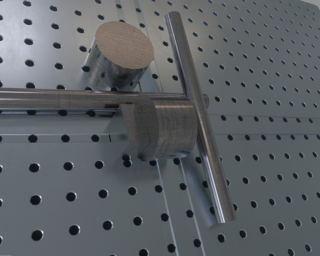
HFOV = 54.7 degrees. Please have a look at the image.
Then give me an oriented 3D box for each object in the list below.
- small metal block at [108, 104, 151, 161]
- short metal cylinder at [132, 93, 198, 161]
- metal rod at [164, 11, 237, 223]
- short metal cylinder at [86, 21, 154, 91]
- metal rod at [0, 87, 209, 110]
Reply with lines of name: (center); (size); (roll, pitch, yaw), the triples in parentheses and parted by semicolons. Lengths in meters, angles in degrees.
small metal block: (-0.038, 0.006, 0.368); (0.025, 0.050, 0.050); (-2, 63, -29)
short metal cylinder: (0.001, -0.002, 0.375); (0.050, 0.080, 0.080); (-2, 63, -29)
metal rod: (0.051, -0.025, 0.422); (0.025, 0.025, 0.299); (-4, 73, -30)
short metal cylinder: (-0.055, -0.097, 0.422); (0.081, 0.050, 0.080); (14, 56, -21)
metal rod: (-0.065, -0.035, 0.394); (0.303, 0.025, 0.025); (-2, 63, -29)
